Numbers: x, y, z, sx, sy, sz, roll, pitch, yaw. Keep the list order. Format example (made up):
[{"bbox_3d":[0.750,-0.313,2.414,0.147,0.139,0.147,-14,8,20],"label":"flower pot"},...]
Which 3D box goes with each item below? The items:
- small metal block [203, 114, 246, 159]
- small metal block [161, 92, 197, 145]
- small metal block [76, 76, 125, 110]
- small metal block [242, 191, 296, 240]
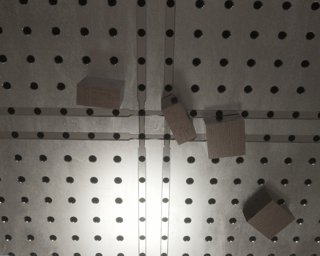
[{"bbox_3d":[0.087,0.012,0.419,0.050,0.025,0.050,-7,110,2],"label":"small metal block"},{"bbox_3d":[0.023,-0.013,0.396,0.025,0.050,0.050,-24,109,8],"label":"small metal block"},{"bbox_3d":[-0.072,-0.044,0.383,0.050,0.050,0.025,7,110,-3],"label":"small metal block"},{"bbox_3d":[0.163,0.131,0.464,0.050,0.025,0.050,39,105,-14],"label":"small metal block"}]
